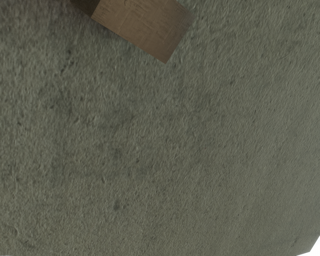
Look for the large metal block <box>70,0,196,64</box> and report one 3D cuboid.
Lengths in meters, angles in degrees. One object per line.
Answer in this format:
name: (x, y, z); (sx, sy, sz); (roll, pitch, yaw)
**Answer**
large metal block: (-0.028, -0.111, 0.288); (0.080, 0.080, 0.050); (24, 105, -37)
